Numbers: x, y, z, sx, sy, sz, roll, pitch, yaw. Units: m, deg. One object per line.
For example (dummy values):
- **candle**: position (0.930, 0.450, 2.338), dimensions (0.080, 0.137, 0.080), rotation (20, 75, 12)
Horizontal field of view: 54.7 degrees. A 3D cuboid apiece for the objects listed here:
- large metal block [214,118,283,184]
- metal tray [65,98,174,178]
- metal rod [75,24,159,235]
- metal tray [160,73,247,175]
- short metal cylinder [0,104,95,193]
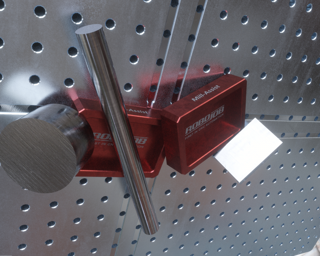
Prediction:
- **large metal block**: position (0.132, 0.038, 0.468), dimensions (0.080, 0.050, 0.080), rotation (-44, 160, 2)
- **metal tray**: position (-0.051, 0.017, 0.390), dimensions (0.131, 0.030, 0.089), rotation (7, 115, -32)
- **metal rod**: position (-0.039, 0.028, 0.368), dimensions (0.025, 0.025, 0.298), rotation (-23, 127, -15)
- **metal tray**: position (0.063, -0.008, 0.413), dimensions (0.131, 0.030, 0.089), rotation (-31, 131, -30)
- **short metal cylinder**: position (-0.115, 0.020, 0.321), dimensions (0.080, 0.050, 0.079), rotation (3, 110, 8)
